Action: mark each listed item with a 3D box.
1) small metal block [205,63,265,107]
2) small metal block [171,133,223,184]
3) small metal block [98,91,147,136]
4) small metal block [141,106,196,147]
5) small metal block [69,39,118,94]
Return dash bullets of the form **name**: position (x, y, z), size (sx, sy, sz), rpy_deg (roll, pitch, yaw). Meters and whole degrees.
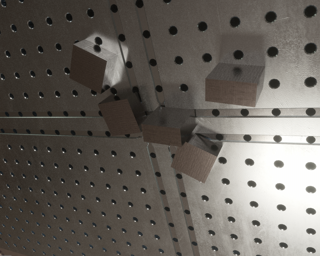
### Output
- **small metal block**: position (0.079, -0.047, 0.324), size (0.050, 0.050, 0.025), rpy_deg (10, 123, 23)
- **small metal block**: position (0.047, 0.038, 0.409), size (0.050, 0.025, 0.050), rpy_deg (26, 127, 12)
- **small metal block**: position (-0.050, -0.019, 0.424), size (0.050, 0.025, 0.050), rpy_deg (-7, 115, 31)
- **small metal block**: position (0.012, -0.003, 0.386), size (0.050, 0.050, 0.025), rpy_deg (7, 121, 24)
- **small metal block**: position (-0.088, -0.080, 0.406), size (0.050, 0.025, 0.050), rpy_deg (28, 128, 10)
